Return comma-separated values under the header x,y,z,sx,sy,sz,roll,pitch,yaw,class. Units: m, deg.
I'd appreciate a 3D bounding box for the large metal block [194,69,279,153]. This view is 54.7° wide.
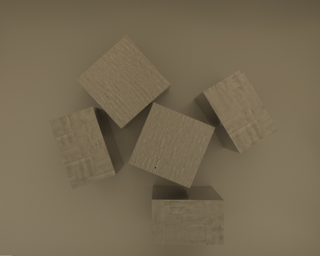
x,y,z,sx,sy,sz,roll,pitch,yaw,class
0.090,-0.019,0.383,0.050,0.080,0.080,-31,90,0,large metal block

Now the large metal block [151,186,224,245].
x,y,z,sx,sy,sz,roll,pitch,yaw,class
0.031,0.104,0.384,0.081,0.080,0.050,1,90,-1,large metal block

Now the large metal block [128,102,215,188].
x,y,z,sx,sy,sz,roll,pitch,yaw,class
0.014,0.021,0.398,0.080,0.050,0.080,22,90,-1,large metal block

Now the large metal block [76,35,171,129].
x,y,z,sx,sy,sz,roll,pitch,yaw,class
-0.044,-0.055,0.397,0.080,0.050,0.080,-42,91,0,large metal block

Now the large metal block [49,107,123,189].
x,y,z,sx,sy,sz,roll,pitch,yaw,class
-0.086,0.022,0.382,0.050,0.080,0.080,-19,90,0,large metal block
